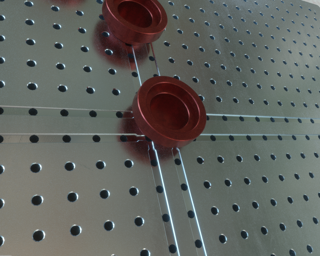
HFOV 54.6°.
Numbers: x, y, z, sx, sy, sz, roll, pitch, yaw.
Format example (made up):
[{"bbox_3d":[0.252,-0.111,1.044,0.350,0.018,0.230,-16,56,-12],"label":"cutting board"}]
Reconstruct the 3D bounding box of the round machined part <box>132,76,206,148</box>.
[{"bbox_3d":[0.009,-0.018,0.412,0.099,0.042,0.098,13,56,-21],"label":"round machined part"}]

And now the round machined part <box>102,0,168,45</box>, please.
[{"bbox_3d":[-0.041,-0.167,0.477,0.099,0.042,0.098,13,56,-21],"label":"round machined part"}]
